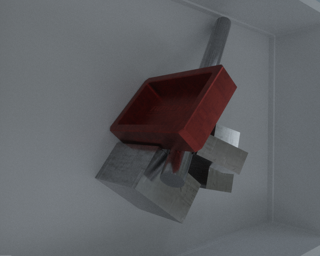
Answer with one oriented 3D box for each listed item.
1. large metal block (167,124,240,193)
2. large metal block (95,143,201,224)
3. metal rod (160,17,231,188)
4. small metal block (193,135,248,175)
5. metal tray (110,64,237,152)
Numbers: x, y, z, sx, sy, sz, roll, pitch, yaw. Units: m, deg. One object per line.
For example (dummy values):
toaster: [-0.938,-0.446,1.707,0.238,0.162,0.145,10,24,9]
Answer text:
large metal block: [0.054,0.039,0.418,0.050,0.080,0.080,18,79,-39]
large metal block: [-0.014,0.062,0.361,0.080,0.080,0.050,44,63,-32]
metal rod: [0.056,-0.057,0.395,0.025,0.025,0.300,49,44,-29]
small metal block: [0.062,0.029,0.346,0.050,0.050,0.025,26,80,-5]
metal tray: [0.010,-0.021,0.346,0.030,0.130,0.090,48,63,-29]
